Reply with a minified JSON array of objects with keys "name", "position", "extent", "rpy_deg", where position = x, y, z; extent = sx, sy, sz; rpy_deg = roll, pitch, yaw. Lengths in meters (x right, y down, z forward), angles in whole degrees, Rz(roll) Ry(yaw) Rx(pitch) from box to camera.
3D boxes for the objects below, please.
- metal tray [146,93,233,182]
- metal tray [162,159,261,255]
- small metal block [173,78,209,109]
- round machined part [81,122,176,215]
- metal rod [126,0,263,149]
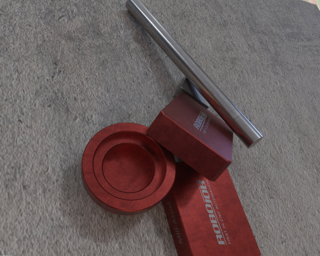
[{"name":"metal tray","position":[0.044,0.003,0.380],"extent":[0.090,0.030,0.130],"rpy_deg":[36,21,2]},{"name":"metal tray","position":[0.055,0.103,0.369],"extent":[0.091,0.030,0.130],"rpy_deg":[-4,64,-30]},{"name":"small metal block","position":[0.054,-0.055,0.469],"extent":[0.050,0.025,0.050],"rpy_deg":[34,51,-6]},{"name":"round machined part","position":[-0.036,0.046,0.339],"extent":[0.099,0.042,0.098],"rpy_deg":[7,62,-12]},{"name":"metal rod","position":[0.039,-0.093,0.453],"extent":[0.025,0.025,0.300],"rpy_deg":[-21,64,-36]}]
